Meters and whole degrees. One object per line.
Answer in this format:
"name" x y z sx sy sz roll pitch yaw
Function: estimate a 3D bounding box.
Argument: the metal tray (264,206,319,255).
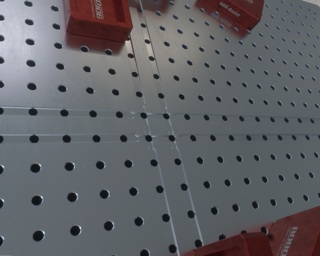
"metal tray" 0.151 0.152 0.354 0.030 0.090 0.131 46 51 3

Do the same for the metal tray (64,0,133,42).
"metal tray" -0.097 -0.195 0.471 0.091 0.030 0.130 2 61 -27

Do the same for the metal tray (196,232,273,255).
"metal tray" 0.081 0.177 0.301 0.030 0.090 0.130 6 59 -25

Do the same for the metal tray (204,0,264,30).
"metal tray" 0.155 -0.273 0.654 0.130 0.030 0.090 29 52 -10
